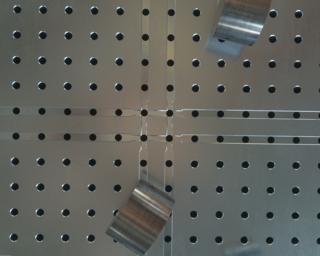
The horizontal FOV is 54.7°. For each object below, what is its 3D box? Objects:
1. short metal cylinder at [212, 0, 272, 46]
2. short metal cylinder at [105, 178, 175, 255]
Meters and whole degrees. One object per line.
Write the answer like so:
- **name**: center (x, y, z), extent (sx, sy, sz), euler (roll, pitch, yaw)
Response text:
- **short metal cylinder**: center (0.100, -0.148, 0.386), extent (0.050, 0.080, 0.080), euler (14, 90, 0)
- **short metal cylinder**: center (-0.025, 0.109, 0.386), extent (0.050, 0.080, 0.080), euler (34, 90, 0)
